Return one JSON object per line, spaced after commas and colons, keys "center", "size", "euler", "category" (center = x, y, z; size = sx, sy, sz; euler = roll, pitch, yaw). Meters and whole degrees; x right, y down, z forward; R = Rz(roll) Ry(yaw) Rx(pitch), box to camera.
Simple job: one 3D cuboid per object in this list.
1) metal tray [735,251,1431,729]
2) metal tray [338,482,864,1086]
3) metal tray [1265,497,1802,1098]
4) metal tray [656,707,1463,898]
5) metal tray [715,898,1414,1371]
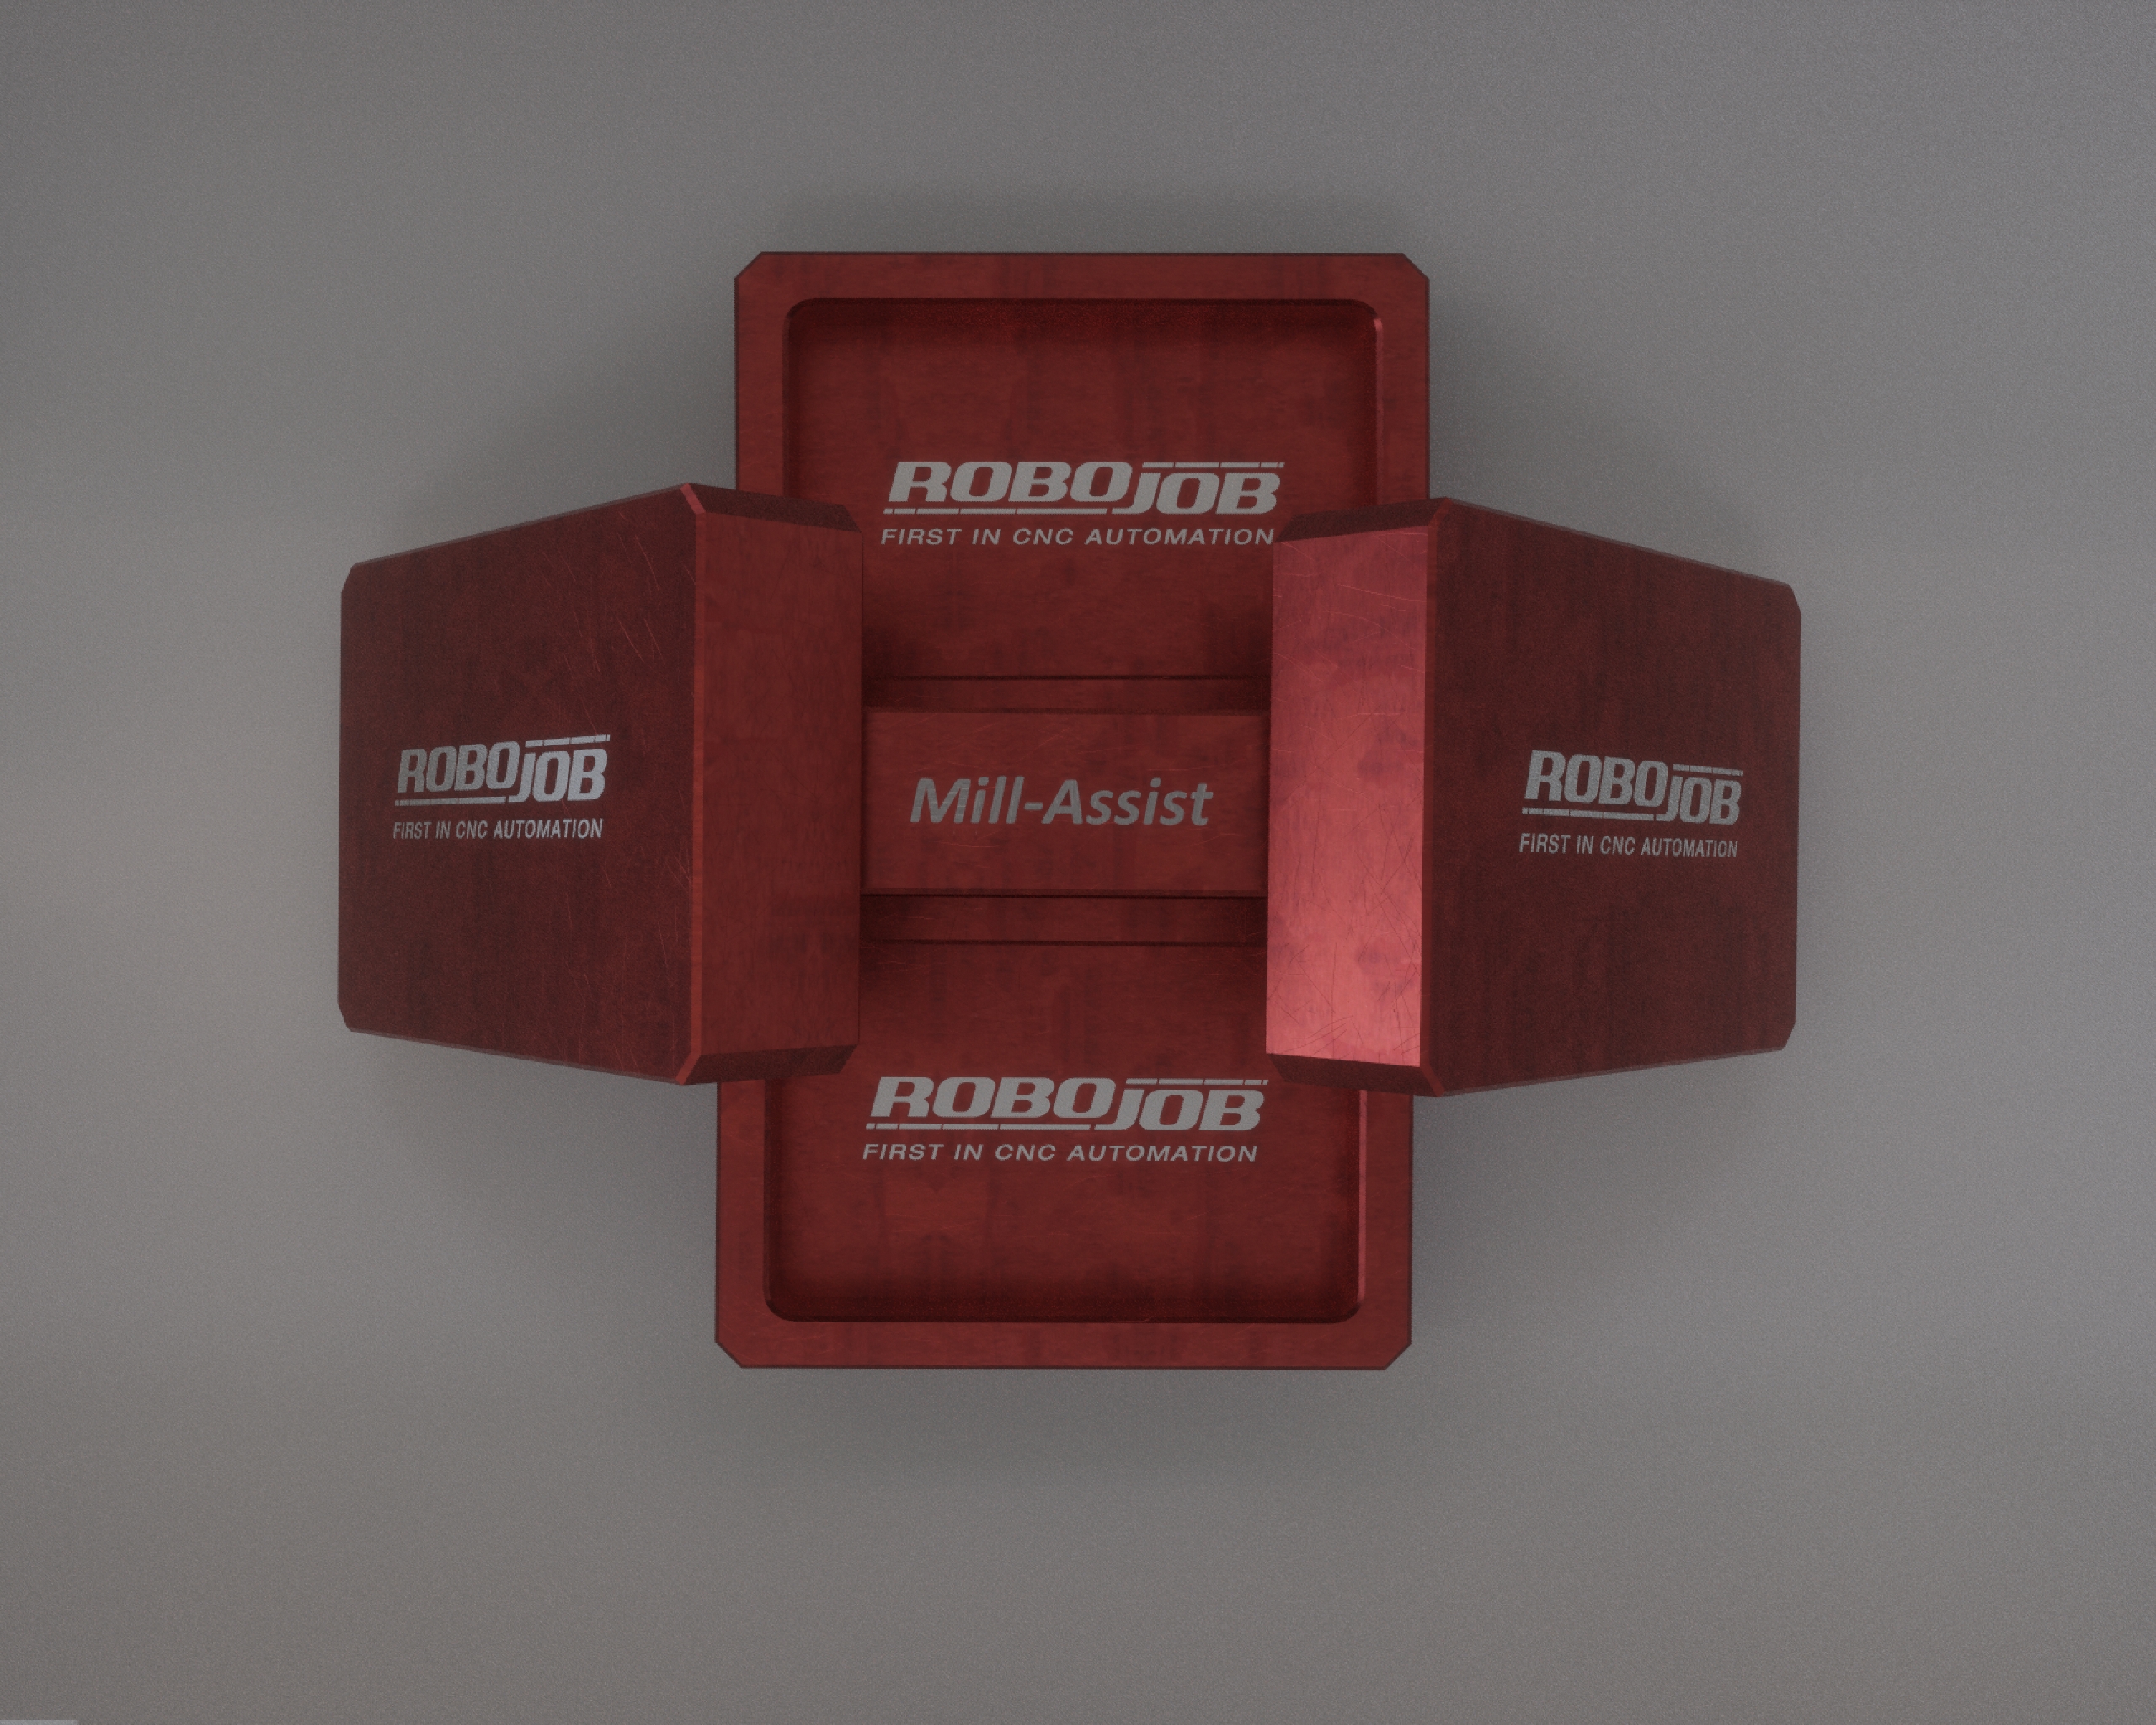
{"center": [0.001, -0.070, 0.407], "size": [0.131, 0.030, 0.089], "euler": [0, 91, -1], "category": "metal tray"}
{"center": [-0.088, -0.012, 0.363], "size": [0.030, 0.130, 0.089], "euler": [1, 90, -42], "category": "metal tray"}
{"center": [0.084, -0.009, 0.364], "size": [0.030, 0.131, 0.089], "euler": [1, 90, 42], "category": "metal tray"}
{"center": [-0.003, -0.010, 0.377], "size": [0.131, 0.090, 0.030], "euler": [0, 90, -1], "category": "metal tray"}
{"center": [-0.002, 0.050, 0.405], "size": [0.131, 0.030, 0.089], "euler": [0, 90, -1], "category": "metal tray"}
